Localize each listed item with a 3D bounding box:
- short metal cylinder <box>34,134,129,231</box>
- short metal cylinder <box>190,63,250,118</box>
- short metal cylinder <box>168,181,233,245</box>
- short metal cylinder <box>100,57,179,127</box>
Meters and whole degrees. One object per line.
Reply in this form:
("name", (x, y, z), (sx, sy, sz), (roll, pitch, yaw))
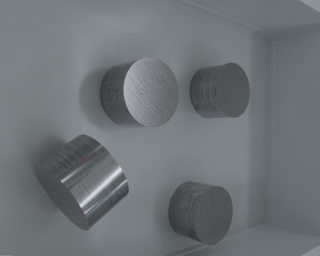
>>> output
("short metal cylinder", (-0.077, 0.053, 0.307), (0.050, 0.080, 0.080), (-39, 114, -34))
("short metal cylinder", (0.092, -0.055, 0.470), (0.081, 0.050, 0.079), (0, 90, -40))
("short metal cylinder", (0.059, 0.119, 0.442), (0.081, 0.050, 0.079), (0, 90, -40))
("short metal cylinder", (-0.024, -0.041, 0.372), (0.081, 0.050, 0.079), (0, 90, -40))
